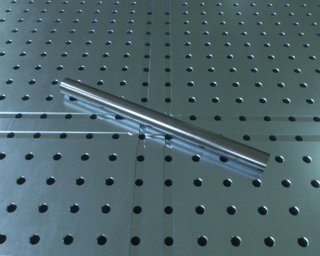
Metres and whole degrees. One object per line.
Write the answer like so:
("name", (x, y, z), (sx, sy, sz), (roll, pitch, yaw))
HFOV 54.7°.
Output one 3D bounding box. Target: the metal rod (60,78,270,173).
("metal rod", (-0.006, -0.010, 0.416), (0.301, 0.025, 0.025), (21, 53, 16))
